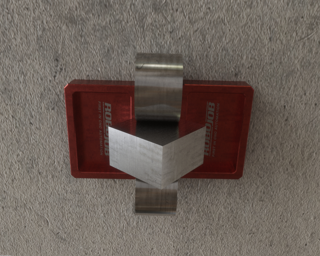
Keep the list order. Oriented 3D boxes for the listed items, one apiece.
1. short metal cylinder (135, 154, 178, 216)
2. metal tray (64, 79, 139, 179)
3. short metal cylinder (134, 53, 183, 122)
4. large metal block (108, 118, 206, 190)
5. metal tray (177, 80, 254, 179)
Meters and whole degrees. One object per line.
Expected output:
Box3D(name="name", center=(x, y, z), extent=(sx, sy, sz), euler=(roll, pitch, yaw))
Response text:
Box3D(name="short metal cylinder", center=(-0.005, 0.075, 0.409), extent=(0.050, 0.080, 0.079), euler=(2, 110, -1))
Box3D(name="metal tray", center=(-0.073, 0.003, 0.409), extent=(0.091, 0.030, 0.129), euler=(1, 110, -1))
Box3D(name="short metal cylinder", center=(-0.002, -0.047, 0.364), extent=(0.050, 0.080, 0.079), euler=(2, 110, -1))
Box3D(name="large metal block", center=(-0.003, 0.021, 0.367), extent=(0.080, 0.081, 0.050), euler=(18, 116, 36))
Box3D(name="metal tray", center=(0.068, 0.004, 0.411), extent=(0.091, 0.030, 0.129), euler=(1, 110, -1))
